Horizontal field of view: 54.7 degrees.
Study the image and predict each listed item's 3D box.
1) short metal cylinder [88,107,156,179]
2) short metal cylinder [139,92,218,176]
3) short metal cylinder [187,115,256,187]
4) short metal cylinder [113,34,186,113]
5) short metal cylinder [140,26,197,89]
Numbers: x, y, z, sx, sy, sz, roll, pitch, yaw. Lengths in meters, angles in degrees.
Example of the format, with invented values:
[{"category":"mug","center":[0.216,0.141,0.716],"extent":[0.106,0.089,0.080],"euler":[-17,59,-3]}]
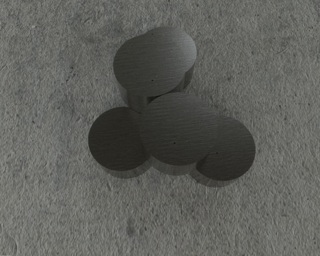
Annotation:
[{"category":"short metal cylinder","center":[-0.044,0.020,0.388],"extent":[0.081,0.050,0.080],"euler":[0,70,0]},{"category":"short metal cylinder","center":[0.019,0.008,0.339],"extent":[0.081,0.050,0.080],"euler":[0,70,-1]},{"category":"short metal cylinder","center":[0.071,0.030,0.385],"extent":[0.081,0.050,0.080],"euler":[0,70,0]},{"category":"short metal cylinder","center":[-0.011,-0.062,0.365],"extent":[0.080,0.050,0.080],"euler":[0,70,0]},{"category":"short metal cylinder","center":[0.008,-0.092,0.430],"extent":[0.081,0.050,0.080],"euler":[0,70,0]}]
